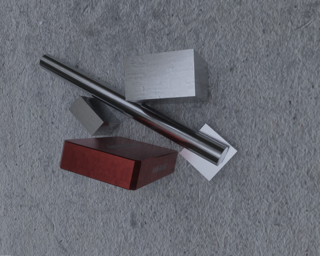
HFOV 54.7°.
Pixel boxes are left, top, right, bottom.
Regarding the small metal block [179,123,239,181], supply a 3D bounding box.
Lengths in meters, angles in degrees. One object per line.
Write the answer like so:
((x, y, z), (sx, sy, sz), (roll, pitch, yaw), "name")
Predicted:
((0.062, 0.029, 0.388), (0.050, 0.025, 0.050), (43, 103, 14), "small metal block")

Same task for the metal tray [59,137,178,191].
((-0.041, 0.036, 0.368), (0.090, 0.130, 0.030), (13, 95, 19), "metal tray")

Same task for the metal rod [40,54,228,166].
((-0.050, -0.034, 0.412), (0.300, 0.025, 0.025), (29, 99, 22), "metal rod")

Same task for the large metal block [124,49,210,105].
((0.012, -0.057, 0.375), (0.080, 0.080, 0.050), (-2, 90, 19), "large metal block")

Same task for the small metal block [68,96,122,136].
((-0.088, -0.016, 0.426), (0.050, 0.050, 0.025), (46, 104, 14), "small metal block")
